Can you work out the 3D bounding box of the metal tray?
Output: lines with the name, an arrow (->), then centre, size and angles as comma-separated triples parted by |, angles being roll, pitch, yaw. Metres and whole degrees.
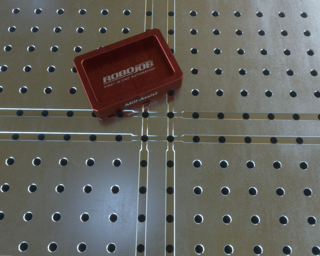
metal tray -> -0.044, -0.078, 0.437 | 0.131, 0.030, 0.090 | -23, 72, -8
